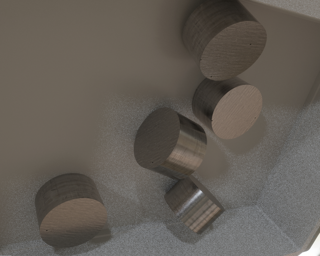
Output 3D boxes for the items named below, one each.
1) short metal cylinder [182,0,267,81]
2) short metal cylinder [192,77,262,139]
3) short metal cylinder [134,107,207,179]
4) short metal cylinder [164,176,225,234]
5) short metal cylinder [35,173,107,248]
[{"bbox_3d":[0.073,-0.101,0.355,0.081,0.050,0.080,-16,145,-12],"label":"short metal cylinder"},{"bbox_3d":[0.091,-0.031,0.425,0.081,0.050,0.079,-14,125,-21],"label":"short metal cylinder"},{"bbox_3d":[0.012,0.020,0.394,0.050,0.080,0.080,27,103,-38],"label":"short metal cylinder"},{"bbox_3d":[0.052,0.114,0.475,0.050,0.080,0.080,-46,130,4],"label":"short metal cylinder"},{"bbox_3d":[-0.114,0.105,0.396,0.081,0.050,0.079,-14,125,-21],"label":"short metal cylinder"}]
